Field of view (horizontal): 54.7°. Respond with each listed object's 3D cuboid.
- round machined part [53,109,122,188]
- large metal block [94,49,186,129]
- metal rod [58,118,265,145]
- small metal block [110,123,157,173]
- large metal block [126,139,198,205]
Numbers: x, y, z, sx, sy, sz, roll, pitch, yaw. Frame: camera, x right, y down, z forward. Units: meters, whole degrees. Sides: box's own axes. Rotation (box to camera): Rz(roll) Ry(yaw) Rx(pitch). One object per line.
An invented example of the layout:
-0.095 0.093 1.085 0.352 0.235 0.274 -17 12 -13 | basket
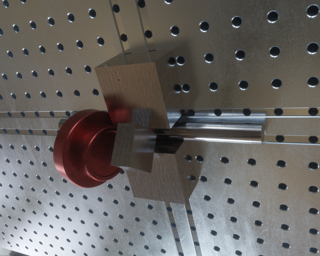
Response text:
-0.077 0.028 0.384 0.042 0.099 0.097 13 125 38 | round machined part
-0.022 -0.046 0.378 0.080 0.050 0.080 1 119 28 | large metal block
-0.017 0.001 0.421 0.300 0.025 0.025 2 120 27 | metal rod
-0.030 0.025 0.369 0.025 0.050 0.050 1 75 28 | small metal block
0.001 0.053 0.428 0.080 0.050 0.080 1 119 27 | large metal block
